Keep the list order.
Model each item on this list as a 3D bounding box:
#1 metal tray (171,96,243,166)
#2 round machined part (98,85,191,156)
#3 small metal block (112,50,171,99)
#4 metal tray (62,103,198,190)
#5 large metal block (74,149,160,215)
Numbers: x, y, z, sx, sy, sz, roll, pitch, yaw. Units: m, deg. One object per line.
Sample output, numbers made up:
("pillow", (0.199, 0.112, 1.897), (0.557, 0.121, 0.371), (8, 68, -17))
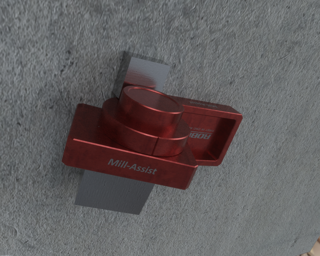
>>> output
("metal tray", (0.045, 0.007, 0.436), (0.131, 0.030, 0.089), (6, 115, -32))
("round machined part", (-0.013, -0.013, 0.333), (0.099, 0.098, 0.042), (6, 115, -32))
("small metal block", (-0.022, -0.058, 0.362), (0.050, 0.025, 0.050), (7, 115, -32))
("metal tray", (-0.032, 0.018, 0.339), (0.131, 0.090, 0.030), (14, 113, -15))
("large metal block", (-0.052, 0.055, 0.375), (0.081, 0.050, 0.079), (14, 125, -15))
